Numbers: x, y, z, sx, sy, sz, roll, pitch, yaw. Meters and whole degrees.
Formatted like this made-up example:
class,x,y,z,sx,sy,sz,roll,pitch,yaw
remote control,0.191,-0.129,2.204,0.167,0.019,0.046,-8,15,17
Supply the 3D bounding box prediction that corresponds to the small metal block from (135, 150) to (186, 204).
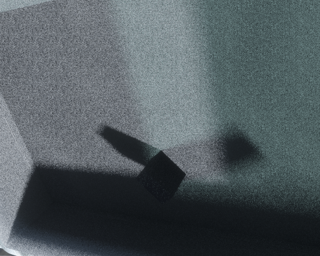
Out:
class,x,y,z,sx,sy,sz,roll,pitch,yaw
small metal block,0.002,0.068,0.432,0.050,0.050,0.025,44,129,-3
